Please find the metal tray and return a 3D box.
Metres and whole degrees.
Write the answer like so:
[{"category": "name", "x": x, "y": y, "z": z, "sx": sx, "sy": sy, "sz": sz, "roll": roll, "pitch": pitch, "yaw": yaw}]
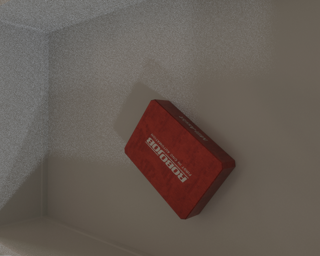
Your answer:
[{"category": "metal tray", "x": 0.018, "y": 0.036, "z": 0.389, "sx": 0.130, "sy": 0.030, "sz": 0.090, "roll": 45, "pitch": 117, "yaw": 30}]
